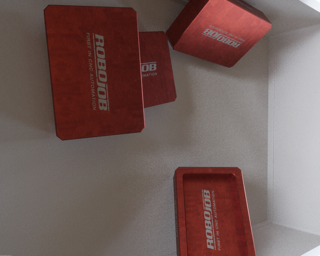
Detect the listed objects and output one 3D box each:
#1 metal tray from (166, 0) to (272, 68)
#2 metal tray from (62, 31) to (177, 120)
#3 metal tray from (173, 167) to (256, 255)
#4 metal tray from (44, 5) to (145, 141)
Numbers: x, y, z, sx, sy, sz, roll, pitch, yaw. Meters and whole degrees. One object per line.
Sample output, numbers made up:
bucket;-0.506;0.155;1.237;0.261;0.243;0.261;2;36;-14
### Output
metal tray;0.085;-0.138;0.437;0.131;0.090;0.030;6;50;-40
metal tray;-0.042;-0.065;0.369;0.131;0.030;0.089;-16;101;-39
metal tray;0.066;0.115;0.397;0.091;0.030;0.130;1;59;-4
metal tray;-0.067;-0.057;0.324;0.091;0.030;0.129;-6;97;-20
